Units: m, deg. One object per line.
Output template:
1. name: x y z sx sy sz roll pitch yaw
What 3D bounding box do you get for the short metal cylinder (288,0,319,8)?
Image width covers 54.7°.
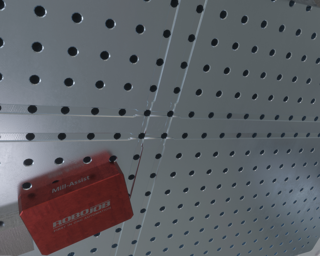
1. short metal cylinder: 0.199 -0.194 0.384 0.081 0.050 0.079 -14 124 -21

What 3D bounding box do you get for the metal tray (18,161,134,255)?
1. metal tray: -0.107 0.107 0.416 0.131 0.030 0.089 -20 126 -17

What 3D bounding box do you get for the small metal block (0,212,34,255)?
1. small metal block: -0.192 0.138 0.392 0.050 0.025 0.050 -14 124 -21
